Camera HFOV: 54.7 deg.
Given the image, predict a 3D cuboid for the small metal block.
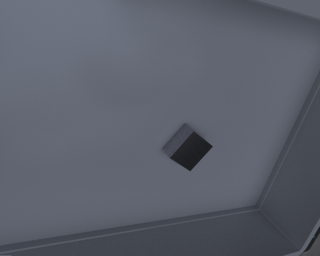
[{"bbox_3d":[0.040,0.028,0.450,0.050,0.025,0.050,-49,129,6],"label":"small metal block"}]
